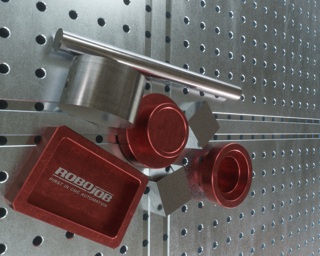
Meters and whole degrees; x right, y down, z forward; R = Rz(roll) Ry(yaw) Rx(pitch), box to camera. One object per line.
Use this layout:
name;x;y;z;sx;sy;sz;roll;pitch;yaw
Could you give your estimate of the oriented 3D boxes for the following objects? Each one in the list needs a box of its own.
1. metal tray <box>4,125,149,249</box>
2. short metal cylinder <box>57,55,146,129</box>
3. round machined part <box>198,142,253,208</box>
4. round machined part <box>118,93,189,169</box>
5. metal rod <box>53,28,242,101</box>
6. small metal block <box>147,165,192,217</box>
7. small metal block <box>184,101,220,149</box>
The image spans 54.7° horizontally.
metal tray;-0.082;0.066;0.337;0.130;0.030;0.090;38;67;-33
short metal cylinder;-0.059;-0.035;0.323;0.080;0.080;0.050;22;76;-38
round machined part;0.097;0.071;0.480;0.099;0.042;0.097;0;90;-40
round machined part;-0.001;0.004;0.396;0.099;0.042;0.097;3;85;-40
metal rod;0.010;-0.074;0.416;0.302;0.025;0.025;8;85;-40
small metal block;0.012;0.083;0.419;0.050;0.025;0.050;-25;106;-37
small metal block;0.056;-0.005;0.456;0.050;0.025;0.050;-46;118;-30
